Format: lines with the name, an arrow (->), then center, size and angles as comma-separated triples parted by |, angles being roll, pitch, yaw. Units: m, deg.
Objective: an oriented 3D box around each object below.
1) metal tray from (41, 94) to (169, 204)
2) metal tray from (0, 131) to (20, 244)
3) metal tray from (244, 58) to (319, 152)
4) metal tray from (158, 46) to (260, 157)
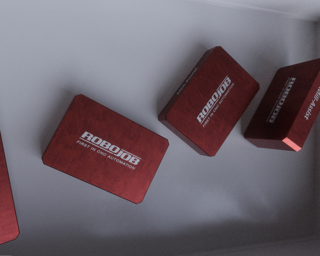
metal tray -> -0.065, 0.027, 0.384 | 0.131, 0.030, 0.090 | 28, 81, -18
metal tray -> -0.206, 0.064, 0.319 | 0.091, 0.030, 0.129 | -12, 94, -36
metal tray -> 0.183, -0.032, 0.443 | 0.030, 0.090, 0.130 | 34, 79, -17
metal tray -> 0.071, -0.037, 0.434 | 0.090, 0.030, 0.130 | 40, 77, -16
